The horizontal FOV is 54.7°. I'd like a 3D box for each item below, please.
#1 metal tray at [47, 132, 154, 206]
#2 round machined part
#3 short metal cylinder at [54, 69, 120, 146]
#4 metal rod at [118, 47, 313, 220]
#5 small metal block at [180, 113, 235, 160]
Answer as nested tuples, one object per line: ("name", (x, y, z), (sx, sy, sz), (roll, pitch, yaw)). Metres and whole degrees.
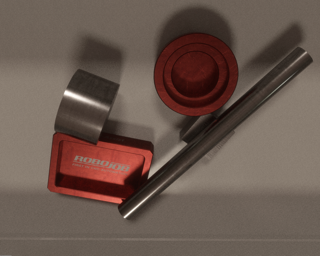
("metal tray", (-0.081, 0.053, 0.426), (0.131, 0.030, 0.089), (11, 110, -5))
("round machined part", (0.042, -0.067, 0.378), (0.099, 0.042, 0.097), (0, 110, -1))
("short metal cylinder", (-0.086, -0.024, 0.372), (0.050, 0.080, 0.079), (21, 109, -8))
("metal rod", (0.061, 0.014, 0.389), (0.300, 0.025, 0.025), (-43, 105, 11))
("small metal block", (0.062, 0.006, 0.414), (0.050, 0.025, 0.050), (36, 106, -13))
